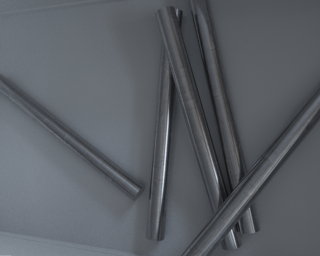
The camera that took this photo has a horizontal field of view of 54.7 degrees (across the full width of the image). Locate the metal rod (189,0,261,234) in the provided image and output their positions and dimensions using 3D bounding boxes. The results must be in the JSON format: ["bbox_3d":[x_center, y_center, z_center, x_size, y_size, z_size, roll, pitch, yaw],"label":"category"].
[{"bbox_3d":[0.078,-0.023,0.382,0.025,0.025,0.298,-13,86,19],"label":"metal rod"}]

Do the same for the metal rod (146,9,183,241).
[{"bbox_3d":[0.006,-0.003,0.408,0.025,0.025,0.298,5,92,20],"label":"metal rod"}]

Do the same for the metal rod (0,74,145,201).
[{"bbox_3d":[-0.146,0.006,0.462,0.300,0.025,0.025,35,101,16],"label":"metal rod"}]

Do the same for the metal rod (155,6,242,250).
[{"bbox_3d":[0.047,0.000,0.379,0.025,0.025,0.298,-16,90,19],"label":"metal rod"}]

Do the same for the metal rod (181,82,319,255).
[{"bbox_3d":[0.113,0.052,0.347,0.025,0.025,0.299,39,94,16],"label":"metal rod"}]
